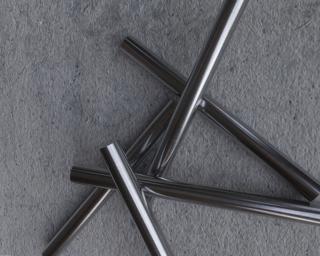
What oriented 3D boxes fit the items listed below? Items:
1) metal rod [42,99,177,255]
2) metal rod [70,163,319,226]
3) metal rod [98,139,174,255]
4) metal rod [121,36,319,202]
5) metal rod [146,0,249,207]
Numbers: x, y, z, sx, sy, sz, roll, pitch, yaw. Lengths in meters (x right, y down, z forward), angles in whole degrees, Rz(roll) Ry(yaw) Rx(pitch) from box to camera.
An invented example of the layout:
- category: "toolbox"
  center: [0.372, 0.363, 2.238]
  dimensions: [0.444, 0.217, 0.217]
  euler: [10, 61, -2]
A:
- category: "metal rod"
  center: [-0.071, 0.081, 0.432]
  dimensions: [0.025, 0.025, 0.299]
  euler: [44, 103, 14]
- category: "metal rod"
  center: [0.039, 0.078, 0.368]
  dimensions: [0.301, 0.025, 0.025]
  euler: [8, 93, 9]
- category: "metal rod"
  center: [0.004, 0.153, 0.366]
  dimensions: [0.025, 0.025, 0.299]
  euler: [-22, 98, 18]
- category: "metal rod"
  center: [0.065, -0.021, 0.385]
  dimensions: [0.300, 0.025, 0.025]
  euler: [41, 103, 15]
- category: "metal rod"
  center: [0.027, -0.013, 0.375]
  dimensions: [0.025, 0.025, 0.298]
  euler: [29, 108, 17]
